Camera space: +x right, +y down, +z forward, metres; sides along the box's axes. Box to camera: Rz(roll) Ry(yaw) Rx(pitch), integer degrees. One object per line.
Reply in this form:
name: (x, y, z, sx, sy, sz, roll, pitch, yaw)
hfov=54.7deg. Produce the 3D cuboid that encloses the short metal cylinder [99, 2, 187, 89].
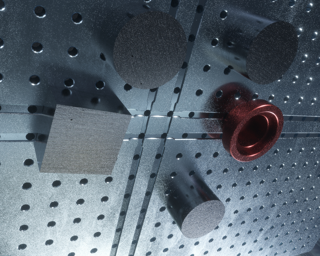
short metal cylinder: (-0.019, -0.088, 0.330, 0.081, 0.050, 0.079, -14, 124, -21)

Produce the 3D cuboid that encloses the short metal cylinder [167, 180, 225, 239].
short metal cylinder: (0.059, 0.134, 0.510, 0.081, 0.050, 0.079, -14, 124, -21)

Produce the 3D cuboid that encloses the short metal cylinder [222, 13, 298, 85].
short metal cylinder: (0.129, -0.103, 0.402, 0.081, 0.050, 0.079, -14, 124, -21)

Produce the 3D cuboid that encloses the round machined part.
round machined part: (0.136, 0.000, 0.474, 0.099, 0.042, 0.097, -14, 124, -21)

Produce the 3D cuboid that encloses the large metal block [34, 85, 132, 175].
large metal block: (-0.088, 0.004, 0.349, 0.081, 0.050, 0.079, 8, 115, -32)
